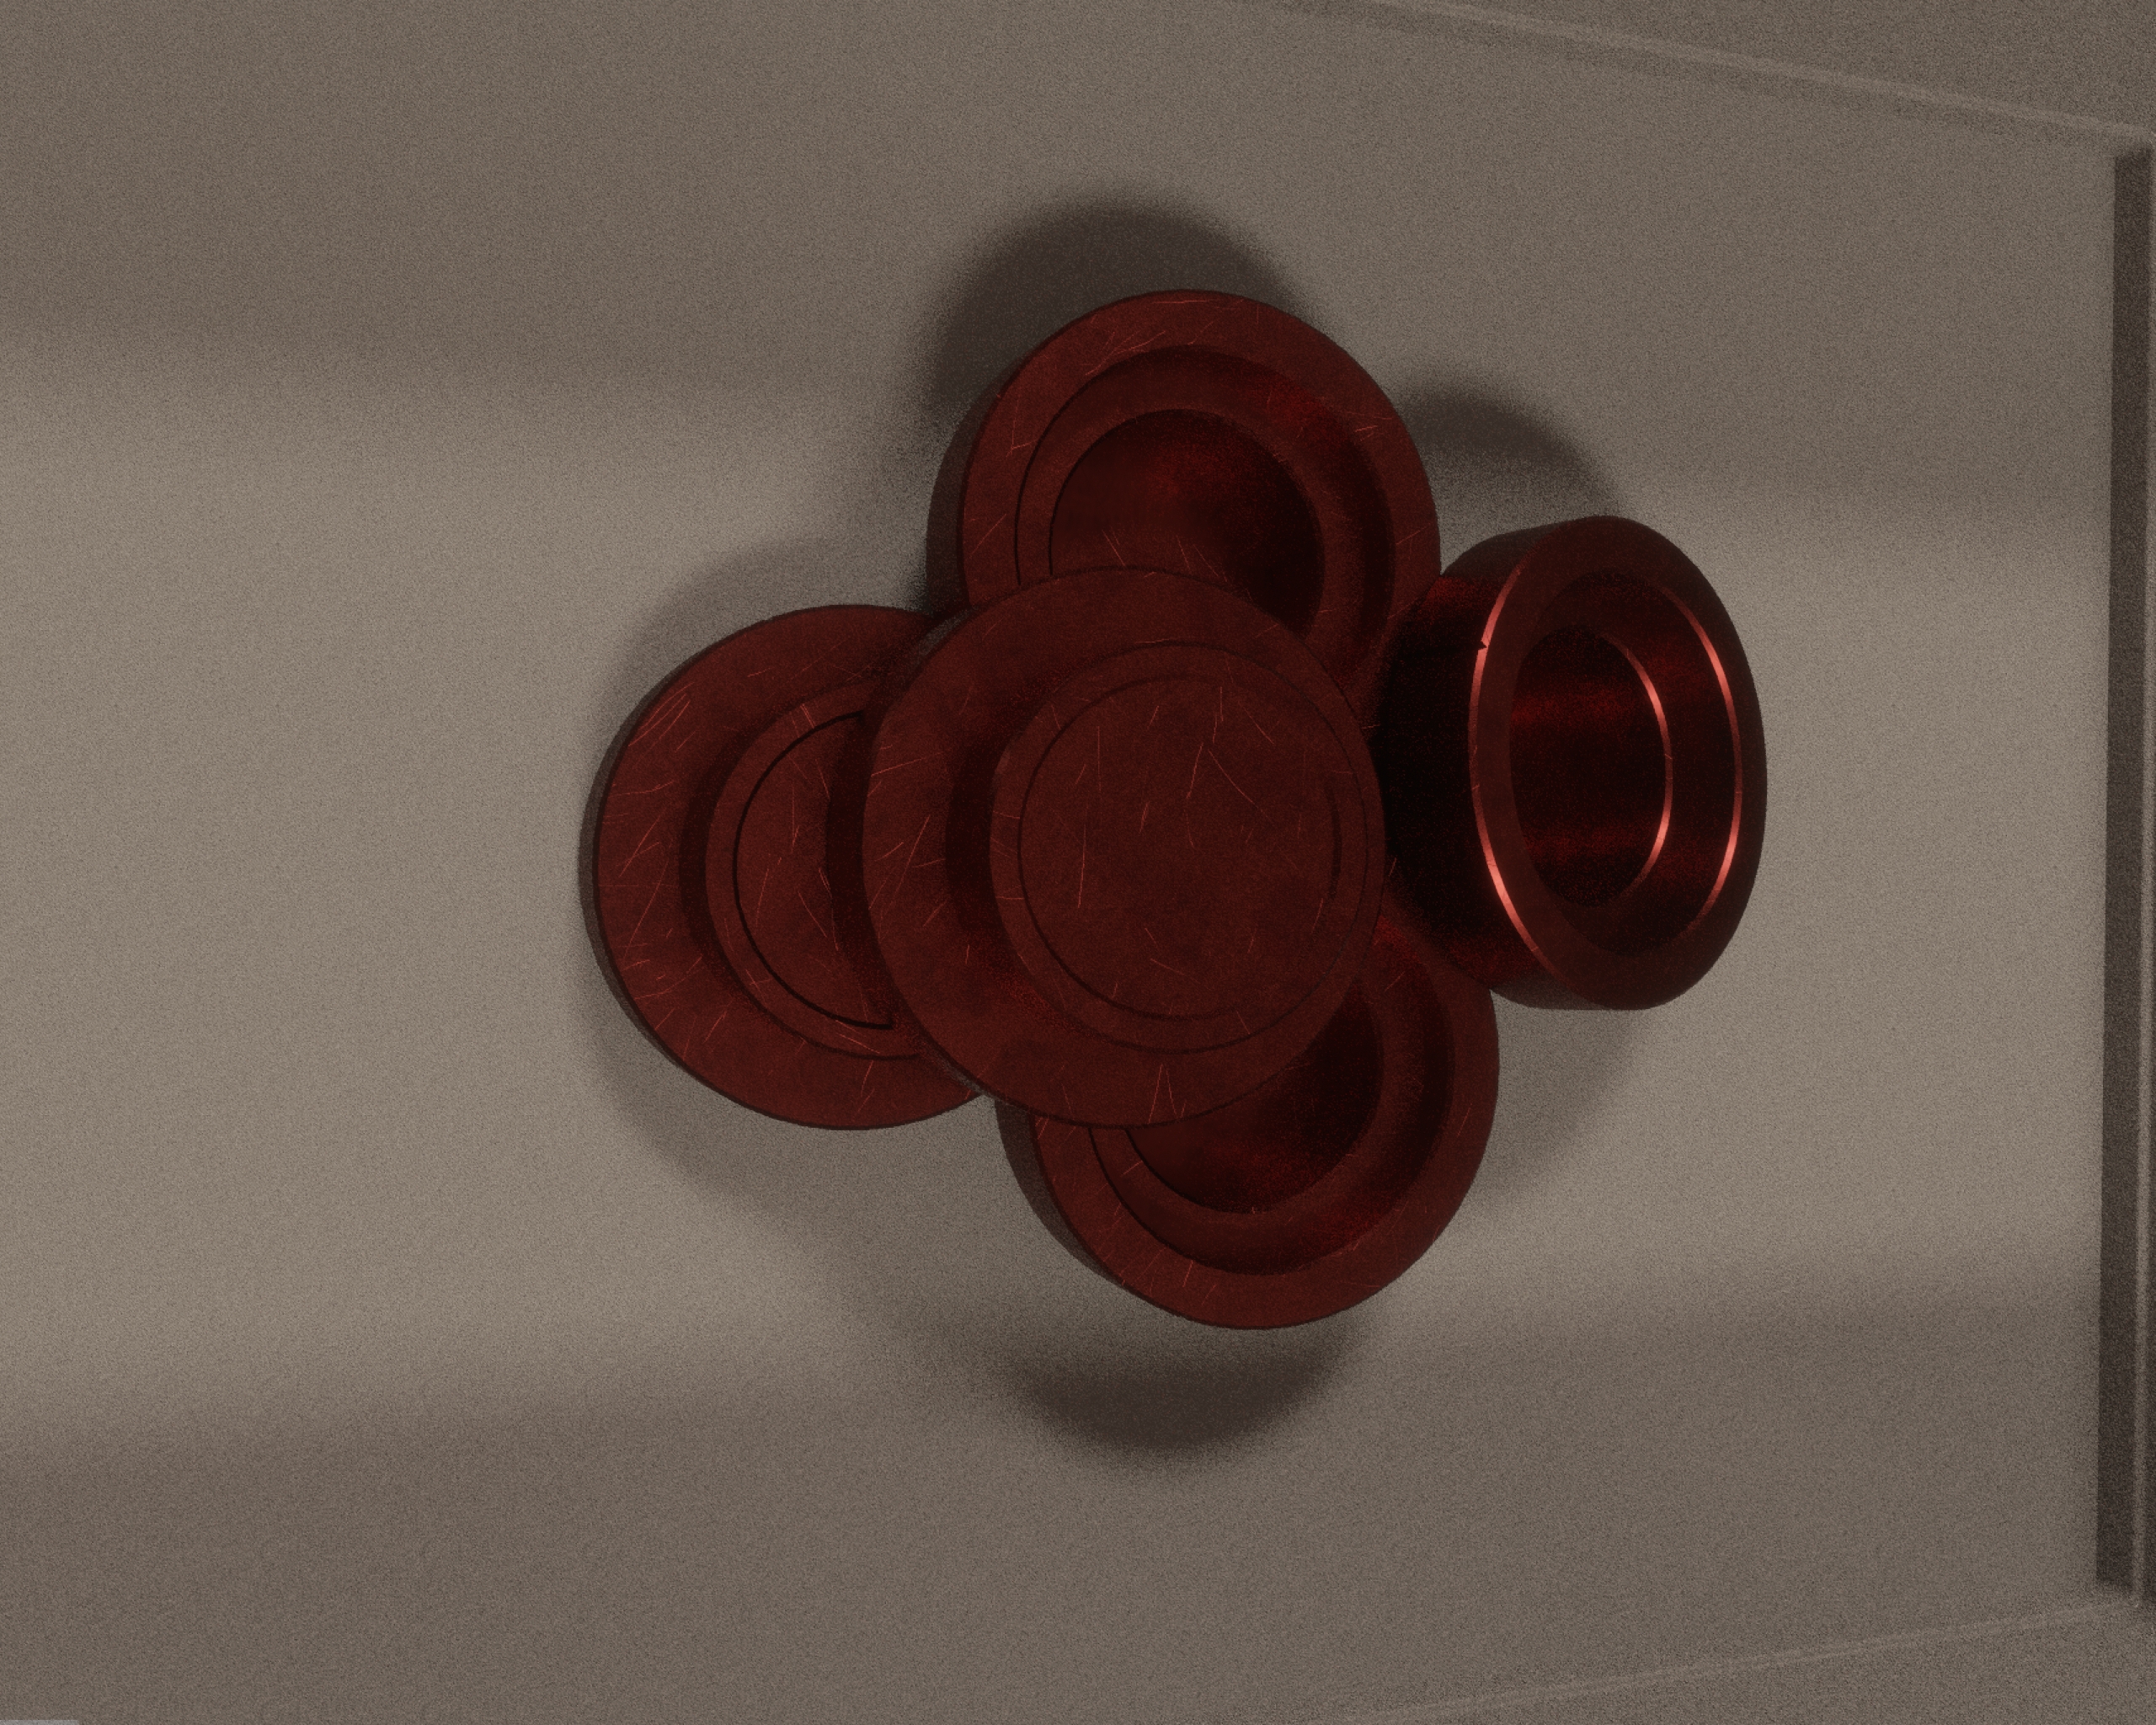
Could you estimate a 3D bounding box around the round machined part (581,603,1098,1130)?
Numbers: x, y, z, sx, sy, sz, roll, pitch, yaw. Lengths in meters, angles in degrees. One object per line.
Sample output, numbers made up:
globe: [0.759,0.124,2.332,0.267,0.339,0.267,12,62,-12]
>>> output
round machined part: [-0.039,0.001,0.384,0.099,0.042,0.097,0,90,-21]

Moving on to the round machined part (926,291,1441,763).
round machined part: [0.017,-0.058,0.407,0.099,0.042,0.097,0,90,-21]

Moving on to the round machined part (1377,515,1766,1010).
round machined part: [0.095,-0.019,0.425,0.099,0.042,0.097,3,86,-41]

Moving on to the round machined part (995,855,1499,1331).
round machined part: [0.030,0.039,0.412,0.099,0.042,0.097,0,90,-21]

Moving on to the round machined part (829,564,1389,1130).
round machined part: [0.010,-0.003,0.358,0.099,0.042,0.097,0,90,-21]
